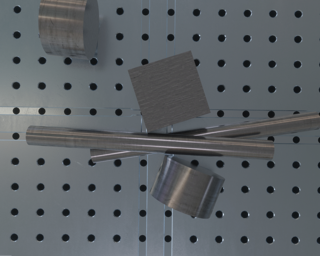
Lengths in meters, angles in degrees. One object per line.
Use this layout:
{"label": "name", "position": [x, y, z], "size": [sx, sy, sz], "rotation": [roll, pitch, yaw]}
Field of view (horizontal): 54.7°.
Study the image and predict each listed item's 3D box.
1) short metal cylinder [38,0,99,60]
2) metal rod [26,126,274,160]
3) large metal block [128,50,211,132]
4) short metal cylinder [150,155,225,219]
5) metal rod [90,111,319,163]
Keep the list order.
{"label": "short metal cylinder", "position": [-0.110, -0.128, 0.385], "size": [0.050, 0.080, 0.080], "rotation": [7, 90, 0]}
{"label": "metal rod", "position": [-0.013, 0.018, 0.387], "size": [0.302, 0.025, 0.025], "rotation": [3, 90, 2]}
{"label": "large metal block", "position": [0.011, -0.045, 0.401], "size": [0.080, 0.050, 0.080], "rotation": [-18, 90, 0]}
{"label": "short metal cylinder", "position": [0.034, 0.071, 0.386], "size": [0.080, 0.080, 0.050], "rotation": [22, 90, 0]}
{"label": "metal rod", "position": [0.060, 0.012, 0.413], "size": [0.302, 0.025, 0.025], "rotation": [-9, 90, 0]}
